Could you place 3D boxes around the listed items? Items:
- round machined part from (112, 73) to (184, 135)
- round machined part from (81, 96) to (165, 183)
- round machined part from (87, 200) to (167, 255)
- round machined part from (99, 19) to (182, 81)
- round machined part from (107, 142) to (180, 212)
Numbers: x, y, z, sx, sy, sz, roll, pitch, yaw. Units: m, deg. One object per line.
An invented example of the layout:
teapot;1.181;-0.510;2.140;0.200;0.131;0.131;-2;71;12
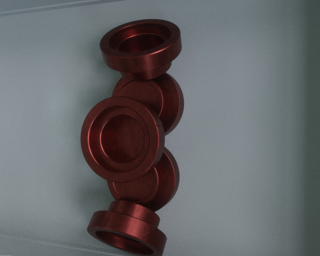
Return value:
round machined part;-0.021;-0.033;0.406;0.098;0.042;0.097;0;90;19
round machined part;-0.040;0.013;0.367;0.098;0.042;0.097;0;90;19
round machined part;-0.038;0.126;0.393;0.098;0.098;0.042;7;55;19
round machined part;-0.022;-0.095;0.387;0.098;0.098;0.042;8;135;19
round machined part;-0.027;0.065;0.408;0.098;0.042;0.097;0;90;19
